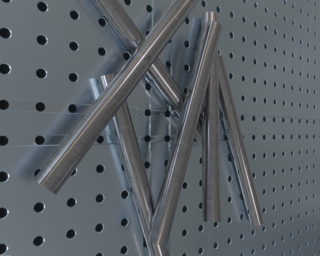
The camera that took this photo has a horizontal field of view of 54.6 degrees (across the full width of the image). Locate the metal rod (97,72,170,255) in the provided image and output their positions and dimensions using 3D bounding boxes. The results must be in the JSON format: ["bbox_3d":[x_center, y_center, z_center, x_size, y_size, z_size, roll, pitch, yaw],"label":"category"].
[{"bbox_3d":[-0.023,0.080,0.388,0.025,0.025,0.298,-24,105,-37],"label":"metal rod"}]

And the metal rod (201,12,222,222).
[{"bbox_3d":[0.071,-0.024,0.437,0.025,0.025,0.299,12,73,-39],"label":"metal rod"}]

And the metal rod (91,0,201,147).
[{"bbox_3d":[-0.010,-0.081,0.399,0.300,0.025,0.025,51,60,-28],"label":"metal rod"}]

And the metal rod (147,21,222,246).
[{"bbox_3d":[0.036,-0.003,0.403,0.025,0.025,0.299,25,74,-37],"label":"metal rod"}]

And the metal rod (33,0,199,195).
[{"bbox_3d":[-0.032,-0.060,0.347,0.025,0.025,0.300,47,62,-30],"label":"metal rod"}]

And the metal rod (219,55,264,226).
[{"bbox_3d":[0.128,0.029,0.514,0.025,0.025,0.299,-29,108,-36],"label":"metal rod"}]
